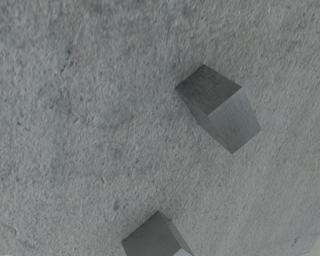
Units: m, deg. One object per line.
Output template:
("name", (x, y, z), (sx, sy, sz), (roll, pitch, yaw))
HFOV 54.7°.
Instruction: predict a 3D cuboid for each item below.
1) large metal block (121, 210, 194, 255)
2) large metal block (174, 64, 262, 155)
("large metal block", (-0.004, 0.194, 0.491), (0.080, 0.080, 0.050), (-41, 130, -1))
("large metal block", (0.074, -0.025, 0.398), (0.050, 0.080, 0.080), (-40, 130, -1))
